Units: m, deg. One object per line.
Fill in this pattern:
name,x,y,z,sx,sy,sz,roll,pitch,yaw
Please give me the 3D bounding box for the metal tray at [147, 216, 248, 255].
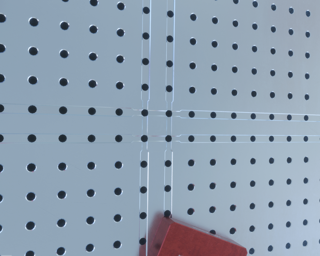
metal tray,0.049,0.187,0.428,0.131,0.030,0.090,26,82,-18
